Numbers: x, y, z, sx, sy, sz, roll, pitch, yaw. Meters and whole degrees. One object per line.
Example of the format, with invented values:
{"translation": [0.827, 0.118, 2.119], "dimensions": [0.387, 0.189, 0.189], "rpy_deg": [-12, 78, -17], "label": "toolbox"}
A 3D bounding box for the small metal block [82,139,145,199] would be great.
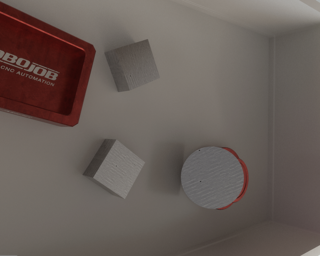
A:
{"translation": [-0.053, 0.048, 0.364], "dimensions": [0.050, 0.025, 0.050], "rpy_deg": [43, 64, -32], "label": "small metal block"}

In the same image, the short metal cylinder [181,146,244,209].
{"translation": [0.070, 0.066, 0.424], "dimensions": [0.050, 0.080, 0.080], "rpy_deg": [47, 49, -82], "label": "short metal cylinder"}

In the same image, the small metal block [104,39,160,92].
{"translation": [-0.033, -0.077, 0.380], "dimensions": [0.050, 0.025, 0.050], "rpy_deg": [-29, 109, -36], "label": "small metal block"}

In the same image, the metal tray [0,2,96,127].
{"translation": [-0.133, -0.059, 0.292], "dimensions": [0.131, 0.030, 0.090], "rpy_deg": [18, 78, -39], "label": "metal tray"}

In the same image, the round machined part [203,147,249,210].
{"translation": [0.101, 0.079, 0.484], "dimensions": [0.099, 0.042, 0.097], "rpy_deg": [0, 90, -40], "label": "round machined part"}
